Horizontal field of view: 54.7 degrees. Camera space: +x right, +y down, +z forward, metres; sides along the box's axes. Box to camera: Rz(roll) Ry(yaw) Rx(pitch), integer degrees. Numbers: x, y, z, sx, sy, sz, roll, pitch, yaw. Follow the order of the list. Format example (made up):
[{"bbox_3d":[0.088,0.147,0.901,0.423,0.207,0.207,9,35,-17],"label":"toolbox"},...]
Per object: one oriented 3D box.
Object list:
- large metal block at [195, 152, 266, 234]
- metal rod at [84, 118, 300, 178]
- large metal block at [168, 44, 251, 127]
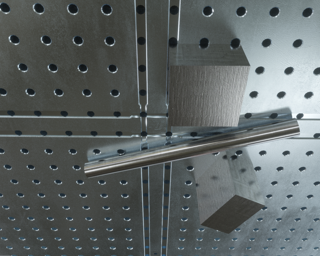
[{"bbox_3d":[0.099,0.095,0.457,0.050,0.080,0.080,23,126,-19],"label":"large metal block"},{"bbox_3d":[0.037,0.031,0.437,0.301,0.025,0.025,-13,129,10],"label":"metal rod"},{"bbox_3d":[0.050,-0.048,0.355,0.081,0.050,0.079,0,130,-1],"label":"large metal block"}]
